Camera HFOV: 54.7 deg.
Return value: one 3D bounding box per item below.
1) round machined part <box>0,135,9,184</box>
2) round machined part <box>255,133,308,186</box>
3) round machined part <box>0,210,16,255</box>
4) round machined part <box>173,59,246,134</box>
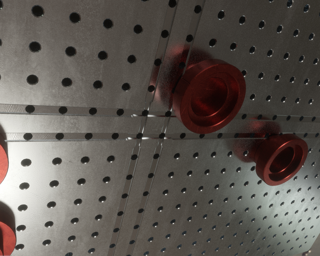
[{"bbox_3d":[-0.207,0.040,0.312,0.099,0.042,0.097,-14,125,-21],"label":"round machined part"},{"bbox_3d":[0.209,0.051,0.549,0.099,0.042,0.097,-14,125,-21],"label":"round machined part"},{"bbox_3d":[-0.224,0.144,0.367,0.099,0.042,0.097,-14,125,-21],"label":"round machined part"},{"bbox_3d":[0.060,-0.044,0.408,0.099,0.042,0.097,-14,125,-21],"label":"round machined part"}]
